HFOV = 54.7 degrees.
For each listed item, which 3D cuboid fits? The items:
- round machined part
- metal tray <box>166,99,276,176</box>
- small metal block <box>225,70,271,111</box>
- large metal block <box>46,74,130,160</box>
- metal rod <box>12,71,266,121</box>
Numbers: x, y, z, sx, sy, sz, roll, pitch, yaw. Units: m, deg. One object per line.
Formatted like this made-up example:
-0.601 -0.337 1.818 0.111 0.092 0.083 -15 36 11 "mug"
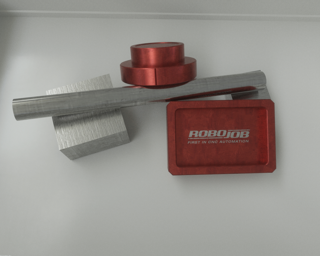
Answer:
-0.002 -0.086 0.399 0.099 0.098 0.042 -4 111 -2 "round machined part"
0.074 0.011 0.387 0.131 0.030 0.089 -1 89 -2 "metal tray"
0.119 -0.048 0.427 0.050 0.025 0.050 -11 71 -4 "small metal block"
-0.090 -0.013 0.398 0.081 0.050 0.080 -17 71 -7 "large metal block"
-0.014 -0.041 0.375 0.302 0.025 0.025 -8 70 -11 "metal rod"
